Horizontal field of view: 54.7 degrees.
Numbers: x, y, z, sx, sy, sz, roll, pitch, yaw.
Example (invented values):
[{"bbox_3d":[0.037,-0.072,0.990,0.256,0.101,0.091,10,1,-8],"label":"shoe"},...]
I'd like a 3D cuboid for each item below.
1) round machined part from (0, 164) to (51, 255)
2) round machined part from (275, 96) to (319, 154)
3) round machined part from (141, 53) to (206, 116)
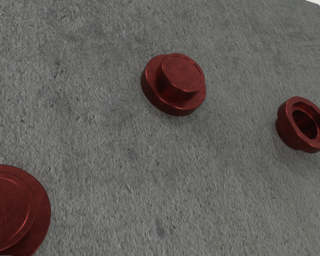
[{"bbox_3d":[-0.146,0.076,0.268,0.099,0.042,0.098,14,56,-21],"label":"round machined part"},{"bbox_3d":[0.235,-0.001,0.520,0.099,0.042,0.098,14,56,-21],"label":"round machined part"},{"bbox_3d":[0.025,-0.069,0.448,0.099,0.042,0.098,14,56,-21],"label":"round machined part"}]
